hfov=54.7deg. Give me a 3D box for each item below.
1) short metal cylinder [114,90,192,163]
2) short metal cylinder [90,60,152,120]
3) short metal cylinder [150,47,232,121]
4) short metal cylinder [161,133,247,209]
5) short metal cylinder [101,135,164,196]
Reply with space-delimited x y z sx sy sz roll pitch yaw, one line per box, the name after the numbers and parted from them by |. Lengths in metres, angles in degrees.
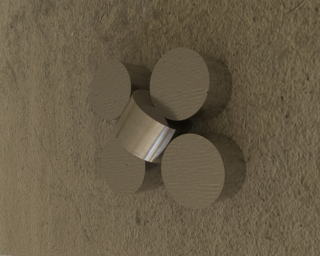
-0.009 -0.003 0.376 0.080 0.081 0.050 47 118 29 | short metal cylinder
-0.051 -0.051 0.429 0.080 0.050 0.079 0 90 39 | short metal cylinder
0.035 -0.048 0.357 0.080 0.050 0.079 0 90 39 | short metal cylinder
0.048 0.046 0.347 0.080 0.050 0.079 0 90 39 | short metal cylinder
-0.032 0.046 0.413 0.080 0.050 0.079 0 90 39 | short metal cylinder
